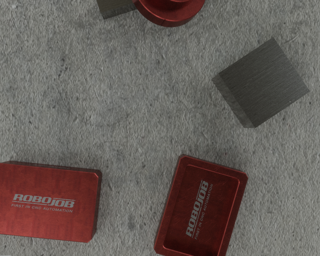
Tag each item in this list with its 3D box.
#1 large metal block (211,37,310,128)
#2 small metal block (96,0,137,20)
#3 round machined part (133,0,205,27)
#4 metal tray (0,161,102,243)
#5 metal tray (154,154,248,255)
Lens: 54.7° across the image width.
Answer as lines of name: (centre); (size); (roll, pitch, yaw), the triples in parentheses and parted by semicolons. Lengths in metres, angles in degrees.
large metal block: (0.126, -0.055, 0.399); (0.080, 0.050, 0.080); (-34, 90, 0)
small metal block: (-0.060, -0.179, 0.409); (0.050, 0.025, 0.050); (-18, 90, -1)
round machined part: (0.014, -0.182, 0.389); (0.099, 0.042, 0.097); (1, 85, -16)
metal tray: (-0.147, 0.095, 0.406); (0.131, 0.030, 0.089); (6, 90, -1)
metal tray: (0.052, 0.108, 0.408); (0.091, 0.030, 0.129); (16, 90, -1)
